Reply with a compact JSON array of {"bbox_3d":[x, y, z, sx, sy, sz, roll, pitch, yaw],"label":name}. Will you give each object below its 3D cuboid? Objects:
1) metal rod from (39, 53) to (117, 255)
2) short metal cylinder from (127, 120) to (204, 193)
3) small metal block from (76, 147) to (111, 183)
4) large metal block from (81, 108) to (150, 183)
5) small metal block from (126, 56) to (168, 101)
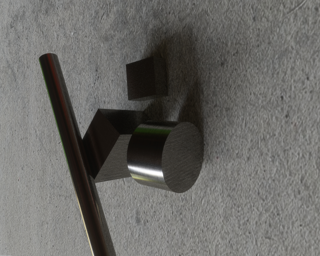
[{"bbox_3d":[-0.102,0.040,0.382,0.025,0.025,0.299,-32,70,35],"label":"metal rod"},{"bbox_3d":[0.008,0.031,0.361,0.050,0.081,0.079,4,93,39],"label":"short metal cylinder"},{"bbox_3d":[-0.105,0.059,0.489,0.050,0.025,0.050,-11,83,39],"label":"small metal block"},{"bbox_3d":[-0.054,0.022,0.411,0.050,0.081,0.080,47,118,29],"label":"large metal block"},{"bbox_3d":[-0.018,-0.065,0.418,0.050,0.025,0.050,-7,86,39],"label":"small metal block"}]
